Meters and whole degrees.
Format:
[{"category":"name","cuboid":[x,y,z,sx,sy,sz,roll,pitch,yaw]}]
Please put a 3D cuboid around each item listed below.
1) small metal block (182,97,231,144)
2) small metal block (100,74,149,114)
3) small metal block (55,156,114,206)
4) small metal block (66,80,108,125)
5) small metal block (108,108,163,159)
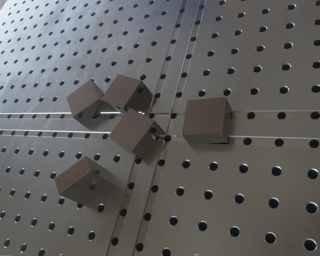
[{"category":"small metal block","cuboid":[0.058,-0.009,0.384,0.050,0.025,0.050,-3,60,27]},{"category":"small metal block","cuboid":[-0.053,-0.050,0.468,0.050,0.025,0.050,21,73,36]},{"category":"small metal block","cuboid":[-0.097,0.070,0.402,0.050,0.050,0.025,-36,51,4]},{"category":"small metal block","cuboid":[-0.117,-0.042,0.497,0.050,0.025,0.050,-34,51,6]},{"category":"small metal block","cuboid":[-0.034,0.007,0.423,0.050,0.025,0.050,27,77,37]}]
